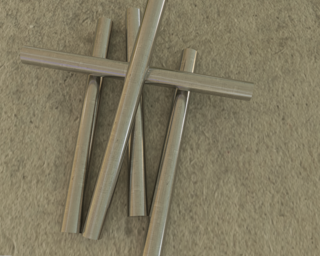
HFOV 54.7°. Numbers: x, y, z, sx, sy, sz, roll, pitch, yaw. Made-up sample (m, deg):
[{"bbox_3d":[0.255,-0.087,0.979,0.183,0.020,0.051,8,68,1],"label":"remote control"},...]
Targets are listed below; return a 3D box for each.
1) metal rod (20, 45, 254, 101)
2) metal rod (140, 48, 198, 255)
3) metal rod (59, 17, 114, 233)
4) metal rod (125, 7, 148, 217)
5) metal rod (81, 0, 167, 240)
[{"bbox_3d":[-0.031,-0.072,0.406,0.302,0.025,0.025,10,70,3],"label":"metal rod"},{"bbox_3d":[0.014,0.030,0.397,0.025,0.025,0.299,11,70,3],"label":"metal rod"},{"bbox_3d":[-0.093,-0.018,0.413,0.025,0.025,0.299,4,70,1],"label":"metal rod"},{"bbox_3d":[-0.034,-0.035,0.420,0.025,0.025,0.299,-2,70,-1],"label":"metal rod"},{"bbox_3d":[-0.041,-0.018,0.375,0.025,0.025,0.299,15,85,5],"label":"metal rod"}]
